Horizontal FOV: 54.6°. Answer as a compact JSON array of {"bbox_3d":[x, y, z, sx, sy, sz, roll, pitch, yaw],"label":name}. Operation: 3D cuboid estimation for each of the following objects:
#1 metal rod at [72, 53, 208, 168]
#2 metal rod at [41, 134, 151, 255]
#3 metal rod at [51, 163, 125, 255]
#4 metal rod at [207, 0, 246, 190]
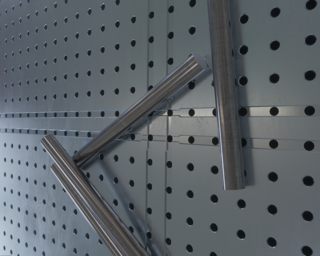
[{"bbox_3d":[-0.052,-0.007,0.453,0.299,0.025,0.025,-36,68,34],"label":"metal rod"},{"bbox_3d":[-0.092,0.116,0.466,0.300,0.025,0.025,44,117,24],"label":"metal rod"},{"bbox_3d":[-0.092,0.154,0.487,0.300,0.025,0.025,42,115,32],"label":"metal rod"},{"bbox_3d":[0.071,-0.082,0.351,0.025,0.025,0.299,-7,86,40],"label":"metal rod"}]
